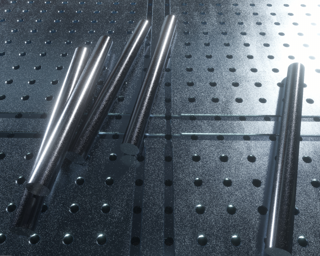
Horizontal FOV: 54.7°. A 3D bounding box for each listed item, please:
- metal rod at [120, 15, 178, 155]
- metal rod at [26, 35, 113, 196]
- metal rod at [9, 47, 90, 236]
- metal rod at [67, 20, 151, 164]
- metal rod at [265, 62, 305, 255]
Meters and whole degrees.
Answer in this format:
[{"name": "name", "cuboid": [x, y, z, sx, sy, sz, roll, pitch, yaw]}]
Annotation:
[{"name": "metal rod", "cuboid": [-0.009, -0.086, 0.479, 0.025, 0.025, 0.300, 9, 50, 7]}, {"name": "metal rod", "cuboid": [-0.109, -0.042, 0.425, 0.025, 0.025, 0.300, 5, 45, 4]}, {"name": "metal rod", "cuboid": [-0.134, -0.009, 0.413, 0.025, 0.025, 0.300, 2, 50, 1]}, {"name": "metal rod", "cuboid": [-0.066, -0.075, 0.469, 0.025, 0.025, 0.300, 11, 51, 9]}, {"name": "metal rod", "cuboid": [0.166, 0.015, 0.397, 0.025, 0.025, 0.301, 15, 51, 12]}]
